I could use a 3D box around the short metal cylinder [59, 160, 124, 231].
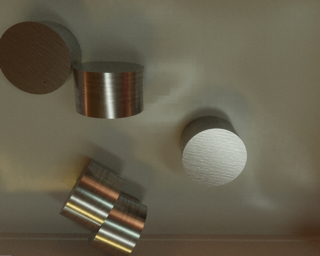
[{"bbox_3d":[-0.090,0.089,0.414,0.050,0.080,0.080,31,107,-11],"label":"short metal cylinder"}]

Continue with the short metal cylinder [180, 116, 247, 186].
[{"bbox_3d":[0.068,0.029,0.409,0.081,0.050,0.079,0,110,0],"label":"short metal cylinder"}]

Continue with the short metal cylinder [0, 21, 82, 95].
[{"bbox_3d":[-0.139,-0.084,0.366,0.081,0.050,0.079,0,110,0],"label":"short metal cylinder"}]

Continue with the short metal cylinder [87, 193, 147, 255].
[{"bbox_3d":[-0.059,0.133,0.431,0.050,0.080,0.080,28,108,-10],"label":"short metal cylinder"}]

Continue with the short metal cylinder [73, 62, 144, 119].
[{"bbox_3d":[-0.059,-0.047,0.364,0.081,0.080,0.050,2,110,-1],"label":"short metal cylinder"}]
